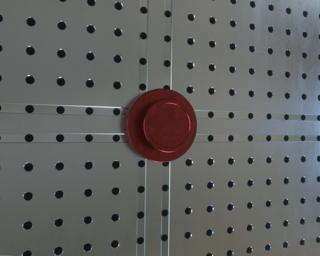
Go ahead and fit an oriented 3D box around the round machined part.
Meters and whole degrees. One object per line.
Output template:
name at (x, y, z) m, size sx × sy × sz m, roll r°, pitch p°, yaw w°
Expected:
round machined part at (0.005, -0.003, 0.406) m, size 0.099 × 0.042 × 0.097 m, roll 0°, pitch 90°, yaw -21°
